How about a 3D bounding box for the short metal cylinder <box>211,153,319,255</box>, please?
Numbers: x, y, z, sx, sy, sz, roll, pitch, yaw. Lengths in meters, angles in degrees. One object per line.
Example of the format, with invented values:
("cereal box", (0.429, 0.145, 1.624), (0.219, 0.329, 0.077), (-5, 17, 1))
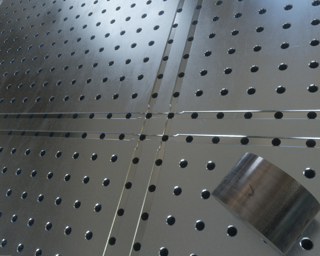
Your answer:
("short metal cylinder", (0.094, 0.067, 0.282), (0.050, 0.080, 0.080), (-49, 52, -6))
